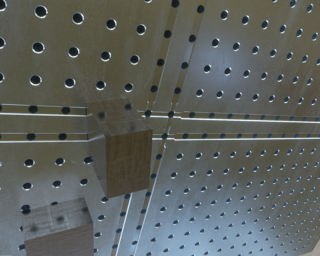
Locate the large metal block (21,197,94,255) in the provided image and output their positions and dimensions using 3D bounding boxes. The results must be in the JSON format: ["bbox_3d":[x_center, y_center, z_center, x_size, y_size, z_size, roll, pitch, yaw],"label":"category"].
[{"bbox_3d":[-0.134,0.147,0.412,0.081,0.050,0.079,-9,122,-24],"label":"large metal block"}]

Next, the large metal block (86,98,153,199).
[{"bbox_3d":[-0.049,0.020,0.361,0.050,0.080,0.079,-10,123,-23],"label":"large metal block"}]
